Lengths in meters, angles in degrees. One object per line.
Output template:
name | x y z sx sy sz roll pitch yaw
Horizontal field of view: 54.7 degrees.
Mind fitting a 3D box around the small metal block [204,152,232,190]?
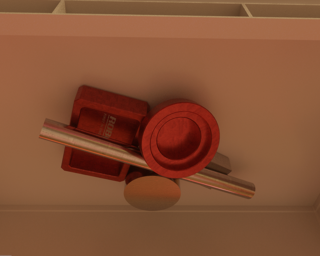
small metal block | 0.069 0.060 0.459 0.050 0.025 0.050 25 126 -20

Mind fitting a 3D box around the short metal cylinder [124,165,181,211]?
short metal cylinder | -0.011 0.078 0.456 0.081 0.050 0.079 0 130 0

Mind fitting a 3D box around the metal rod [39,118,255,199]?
metal rod | -0.002 0.046 0.409 0.302 0.025 0.025 19 128 -19

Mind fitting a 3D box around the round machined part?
round machined part | 0.021 0.010 0.389 0.099 0.042 0.097 -4 109 -13

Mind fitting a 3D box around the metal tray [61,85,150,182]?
metal tray | -0.075 0.013 0.413 0.091 0.030 0.129 14 129 -13
